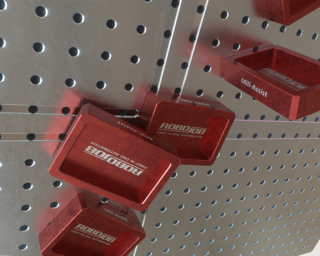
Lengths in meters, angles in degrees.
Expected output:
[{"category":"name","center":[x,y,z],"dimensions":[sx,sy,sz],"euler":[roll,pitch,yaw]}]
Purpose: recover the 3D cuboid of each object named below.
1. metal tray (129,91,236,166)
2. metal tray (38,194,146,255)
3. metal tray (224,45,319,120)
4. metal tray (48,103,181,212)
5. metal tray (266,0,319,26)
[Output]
[{"category":"metal tray","center":[0.033,0.005,0.427],"dimensions":[0.131,0.030,0.089],"euler":[7,115,-31]},{"category":"metal tray","center":[-0.095,0.158,0.453],"dimensions":[0.090,0.030,0.130],"euler":[-47,129,4]},{"category":"metal tray","center":[0.154,-0.063,0.387],"dimensions":[0.091,0.130,0.030],"euler":[-19,126,-18]},{"category":"metal tray","center":[-0.053,0.039,0.374],"dimensions":[0.131,0.030,0.090],"euler":[28,108,-20]},{"category":"metal tray","center":[0.170,-0.203,0.373],"dimensions":[0.090,0.030,0.130],"euler":[-32,129,-8]}]
